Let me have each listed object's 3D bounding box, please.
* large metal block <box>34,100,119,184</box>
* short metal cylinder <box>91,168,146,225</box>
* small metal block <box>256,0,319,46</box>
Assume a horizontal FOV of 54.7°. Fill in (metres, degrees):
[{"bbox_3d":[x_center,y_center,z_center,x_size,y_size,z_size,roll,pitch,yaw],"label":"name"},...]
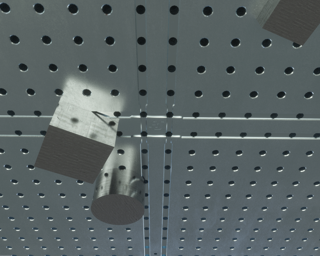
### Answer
[{"bbox_3d":[-0.110,0.021,0.412,0.080,0.050,0.080,21,127,-17],"label":"large metal block"},{"bbox_3d":[-0.064,0.108,0.487,0.081,0.050,0.079,0,130,0],"label":"short metal cylinder"},{"bbox_3d":[0.135,-0.119,0.312,0.050,0.025,0.050,17,128,-15],"label":"small metal block"}]
